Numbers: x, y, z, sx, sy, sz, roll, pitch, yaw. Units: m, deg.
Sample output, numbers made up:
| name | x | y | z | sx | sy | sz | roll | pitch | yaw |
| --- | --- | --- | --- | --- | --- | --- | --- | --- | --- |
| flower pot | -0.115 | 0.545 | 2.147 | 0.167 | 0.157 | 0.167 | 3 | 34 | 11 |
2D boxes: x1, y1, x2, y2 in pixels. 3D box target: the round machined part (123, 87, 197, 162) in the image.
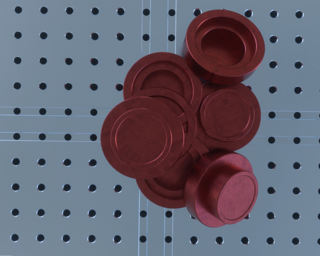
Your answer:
| name | x | y | z | sx | sy | sz | roll | pitch | yaw |
| --- | --- | --- | --- | --- | --- | --- | --- | --- | --- |
| round machined part | -0.004 | -0.002 | 0.404 | 0.099 | 0.042 | 0.097 | 0 | 90 | 0 |

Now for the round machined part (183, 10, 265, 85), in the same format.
| name | x | y | z | sx | sy | sz | roll | pitch | yaw |
| --- | --- | --- | --- | --- | --- | --- | --- | --- | --- |
| round machined part | 0.078 | -0.097 | 0.394 | 0.099 | 0.042 | 0.098 | 2 | 69 | -6 |

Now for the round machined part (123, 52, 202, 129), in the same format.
| name | x | y | z | sx | sy | sz | roll | pitch | yaw |
| --- | --- | --- | --- | --- | --- | --- | --- | --- | --- |
| round machined part | 0.003 | -0.046 | 0.405 | 0.099 | 0.042 | 0.097 | 0 | 90 | 0 |

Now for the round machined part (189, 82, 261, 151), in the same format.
| name | x | y | z | sx | sy | sz | roll | pitch | yaw |
| --- | --- | --- | --- | --- | --- | --- | --- | --- | --- |
| round machined part | 0.084 | -0.016 | 0.405 | 0.099 | 0.042 | 0.097 | 0 | 90 | 0 |

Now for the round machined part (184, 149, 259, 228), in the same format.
| name | x | y | z | sx | sy | sz | roll | pitch | yaw |
| --- | --- | --- | --- | --- | --- | --- | --- | --- | --- |
| round machined part | 0.082 | 0.078 | 0.381 | 0.099 | 0.042 | 0.097 | -9 | 108 | -31 |

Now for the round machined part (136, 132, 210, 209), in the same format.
| name | x | y | z | sx | sy | sz | roll | pitch | yaw |
| --- | --- | --- | --- | --- | --- | --- | --- | --- | --- |
| round machined part | 0.018 | 0.051 | 0.405 | 0.099 | 0.042 | 0.097 | 0 | 90 | 0 |

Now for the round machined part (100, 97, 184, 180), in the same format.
| name | x | y | z | sx | sy | sz | roll | pitch | yaw |
| --- | --- | --- | --- | --- | --- | --- | --- | --- | --- |
| round machined part | -0.021 | 0.012 | 0.362 | 0.099 | 0.042 | 0.097 | 0 | 90 | 0 |
